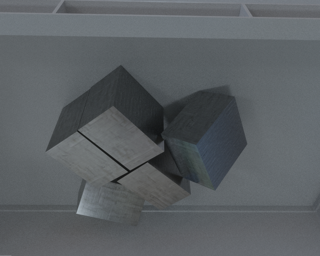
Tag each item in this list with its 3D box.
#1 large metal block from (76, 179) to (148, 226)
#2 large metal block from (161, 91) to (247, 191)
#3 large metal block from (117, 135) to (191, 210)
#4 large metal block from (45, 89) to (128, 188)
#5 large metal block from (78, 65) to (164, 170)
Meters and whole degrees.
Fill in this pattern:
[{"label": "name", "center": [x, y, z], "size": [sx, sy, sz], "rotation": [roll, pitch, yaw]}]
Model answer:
[{"label": "large metal block", "center": [-0.070, 0.091, 0.439], "size": [0.081, 0.080, 0.050], "rotation": [17, 93, -15]}, {"label": "large metal block", "center": [0.057, 0.014, 0.375], "size": [0.050, 0.080, 0.080], "rotation": [16, 144, 41]}, {"label": "large metal block", "center": [-0.007, 0.048, 0.411], "size": [0.050, 0.080, 0.080], "rotation": [-34, 123, 25]}, {"label": "large metal block", "center": [-0.082, 0.013, 0.382], "size": [0.050, 0.080, 0.080], "rotation": [-30, 124, 23]}, {"label": "large metal block", "center": [-0.040, -0.012, 0.360], "size": [0.050, 0.080, 0.080], "rotation": [-31, 124, 23]}]
